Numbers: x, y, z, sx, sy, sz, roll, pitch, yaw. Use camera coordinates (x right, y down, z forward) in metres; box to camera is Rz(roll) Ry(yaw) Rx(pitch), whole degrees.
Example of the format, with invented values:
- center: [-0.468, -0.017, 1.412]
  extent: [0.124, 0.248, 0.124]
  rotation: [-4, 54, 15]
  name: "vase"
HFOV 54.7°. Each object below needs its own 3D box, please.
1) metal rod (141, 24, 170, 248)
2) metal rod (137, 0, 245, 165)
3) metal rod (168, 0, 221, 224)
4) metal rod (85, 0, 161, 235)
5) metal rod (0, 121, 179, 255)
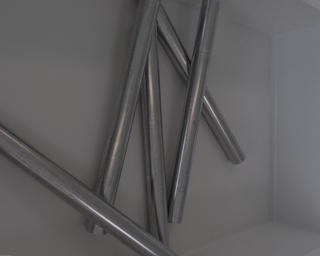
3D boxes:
- center: [-0.008, 0.019, 0.399]
  extent: [0.025, 0.025, 0.298]
  rotation: [-6, 94, -40]
  name: "metal rod"
- center: [0.054, -0.060, 0.451]
  extent: [0.025, 0.025, 0.299]
  rotation: [-49, 119, -29]
  name: "metal rod"
- center: [0.043, -0.021, 0.418]
  extent: [0.025, 0.025, 0.298]
  rotation: [9, 92, -40]
  name: "metal rod"
- center: [-0.039, -0.030, 0.357]
  extent: [0.025, 0.025, 0.298]
  rotation: [16, 85, -39]
  name: "metal rod"
- center: [-0.077, 0.073, 0.313]
  extent: [0.300, 0.025, 0.025]
  rotation: [44, 63, -22]
  name: "metal rod"
